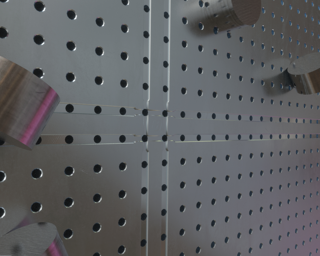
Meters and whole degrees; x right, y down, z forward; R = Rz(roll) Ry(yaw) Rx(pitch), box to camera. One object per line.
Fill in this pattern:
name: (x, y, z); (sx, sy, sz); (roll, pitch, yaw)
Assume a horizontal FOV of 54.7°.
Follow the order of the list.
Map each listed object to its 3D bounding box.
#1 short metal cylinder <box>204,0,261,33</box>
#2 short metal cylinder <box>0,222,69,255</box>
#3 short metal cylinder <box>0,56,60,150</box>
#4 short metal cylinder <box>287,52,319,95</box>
short metal cylinder: (0.117, -0.198, 0.493); (0.081, 0.050, 0.079); (0, 90, -40)
short metal cylinder: (-0.121, 0.129, 0.273); (0.081, 0.080, 0.050); (-28, 108, -37)
short metal cylinder: (-0.134, -0.021, 0.262); (0.080, 0.080, 0.050); (36, 68, -35)
short metal cylinder: (0.313, -0.113, 0.640); (0.080, 0.080, 0.050); (-49, 119, -29)
